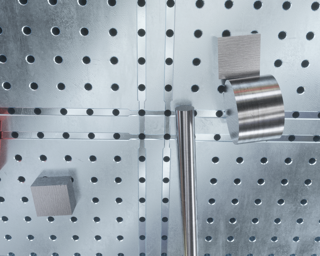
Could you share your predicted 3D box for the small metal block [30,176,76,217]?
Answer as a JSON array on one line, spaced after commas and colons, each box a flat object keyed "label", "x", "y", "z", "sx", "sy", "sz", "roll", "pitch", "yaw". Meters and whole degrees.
[{"label": "small metal block", "x": -0.153, "y": 0.099, "z": 0.448, "sx": 0.050, "sy": 0.025, "sz": 0.050, "roll": -3, "pitch": 110, "yaw": 0}]

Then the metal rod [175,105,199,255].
[{"label": "metal rod", "x": 0.042, "y": 0.113, "z": 0.455, "sx": 0.025, "sy": 0.025, "sz": 0.298, "roll": -4, "pitch": 110, "yaw": 1}]

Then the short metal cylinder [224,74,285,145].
[{"label": "short metal cylinder", "x": 0.112, "y": -0.022, "z": 0.378, "sx": 0.050, "sy": 0.080, "sz": 0.079, "roll": -8, "pitch": 110, "yaw": 2}]

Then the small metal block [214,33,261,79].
[{"label": "small metal block", "x": 0.095, "y": -0.089, "z": 0.382, "sx": 0.050, "sy": 0.025, "sz": 0.050, "roll": -5, "pitch": 110, "yaw": 1}]
